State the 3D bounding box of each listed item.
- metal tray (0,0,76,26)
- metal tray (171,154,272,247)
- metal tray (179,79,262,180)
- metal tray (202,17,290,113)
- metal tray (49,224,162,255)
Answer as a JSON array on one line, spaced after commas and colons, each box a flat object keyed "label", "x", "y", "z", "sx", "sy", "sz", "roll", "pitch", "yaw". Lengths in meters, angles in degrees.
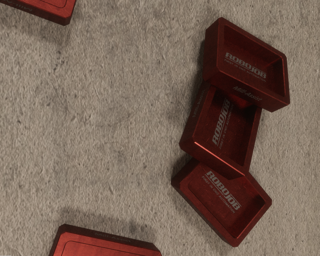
[{"label": "metal tray", "x": -0.155, "y": -0.183, "z": 0.348, "sx": 0.131, "sy": 0.030, "sz": 0.090, "roll": 16, "pitch": 85, "yaw": -20}, {"label": "metal tray", "x": 0.090, "y": 0.092, "z": 0.441, "sx": 0.090, "sy": 0.030, "sz": 0.130, "roll": -45, "pitch": 104, "yaw": -15}, {"label": "metal tray", "x": 0.086, "y": -0.008, "z": 0.413, "sx": 0.090, "sy": 0.030, "sz": 0.130, "roll": 34, "pitch": 56, "yaw": -17}, {"label": "metal tray", "x": 0.122, "y": -0.085, "z": 0.429, "sx": 0.131, "sy": 0.030, "sz": 0.090, "roll": 20, "pitch": 61, "yaw": -24}, {"label": "metal tray", "x": -0.072, "y": 0.179, "z": 0.380, "sx": 0.131, "sy": 0.030, "sz": 0.090, "roll": 20, "pitch": 83, "yaw": -19}]
